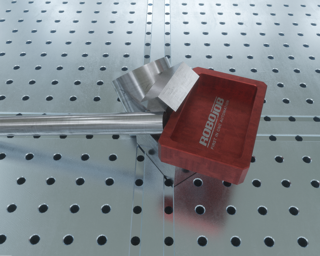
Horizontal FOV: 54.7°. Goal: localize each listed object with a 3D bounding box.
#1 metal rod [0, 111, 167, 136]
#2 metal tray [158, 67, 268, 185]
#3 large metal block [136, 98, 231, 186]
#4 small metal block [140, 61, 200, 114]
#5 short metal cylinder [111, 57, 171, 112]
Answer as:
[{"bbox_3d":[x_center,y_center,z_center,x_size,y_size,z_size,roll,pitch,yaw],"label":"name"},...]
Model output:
[{"bbox_3d":[-0.141,-0.003,0.370,0.301,0.025,0.025,-1,49,13],"label":"metal rod"},{"bbox_3d":[0.062,-0.009,0.344,0.090,0.030,0.130,16,51,13],"label":"metal tray"},{"bbox_3d":[0.026,0.010,0.381,0.081,0.050,0.080,-28,56,-22],"label":"large metal block"},{"bbox_3d":[0.010,-0.043,0.350,0.025,0.050,0.050,40,72,-18],"label":"small metal block"},{"bbox_3d":[-0.017,-0.054,0.409,0.081,0.080,0.050,-28,99,-22],"label":"short metal cylinder"}]
